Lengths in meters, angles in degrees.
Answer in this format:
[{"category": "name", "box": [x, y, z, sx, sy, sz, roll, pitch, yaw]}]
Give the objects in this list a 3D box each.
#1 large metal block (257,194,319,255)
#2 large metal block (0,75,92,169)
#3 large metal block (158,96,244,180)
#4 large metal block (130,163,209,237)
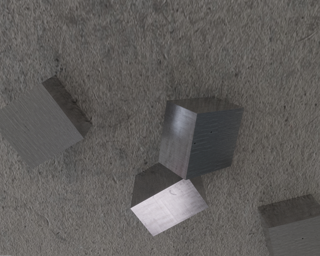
[{"category": "large metal block", "box": [0.198, 0.153, 0.455, 0.080, 0.050, 0.080, -16, 110, 5]}, {"category": "large metal block", "box": [-0.147, -0.008, 0.392, 0.080, 0.050, 0.080, -30, 108, 10]}, {"category": "large metal block", "box": [0.050, 0.009, 0.379, 0.081, 0.050, 0.079, -9, 116, -38]}, {"category": "large metal block", "box": [0.012, 0.082, 0.411, 0.080, 0.080, 0.050, -31, 107, 11]}]
